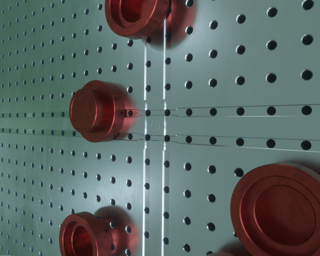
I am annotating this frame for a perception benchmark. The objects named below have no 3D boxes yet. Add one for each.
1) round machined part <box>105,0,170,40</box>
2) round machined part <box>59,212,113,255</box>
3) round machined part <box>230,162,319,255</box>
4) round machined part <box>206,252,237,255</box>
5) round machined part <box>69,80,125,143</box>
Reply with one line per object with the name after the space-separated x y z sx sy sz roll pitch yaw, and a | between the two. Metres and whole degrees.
-0.026 -0.168 0.418 0.098 0.042 0.097 0 90 39 | round machined part
-0.113 0.181 0.489 0.098 0.042 0.097 0 90 39 | round machined part
0.122 0.081 0.297 0.098 0.042 0.097 0 90 39 | round machined part
0.077 0.184 0.334 0.098 0.042 0.097 0 90 39 | round machined part
-0.104 -0.026 0.481 0.098 0.042 0.097 0 90 39 | round machined part
